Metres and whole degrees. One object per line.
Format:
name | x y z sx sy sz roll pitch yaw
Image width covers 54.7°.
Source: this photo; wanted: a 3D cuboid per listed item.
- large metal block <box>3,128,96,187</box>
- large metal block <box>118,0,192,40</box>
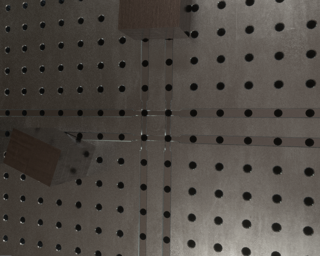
large metal block | -0.152 0.037 0.435 0.080 0.080 0.050 21 97 18
large metal block | -0.004 -0.161 0.400 0.080 0.050 0.079 4 91 19
